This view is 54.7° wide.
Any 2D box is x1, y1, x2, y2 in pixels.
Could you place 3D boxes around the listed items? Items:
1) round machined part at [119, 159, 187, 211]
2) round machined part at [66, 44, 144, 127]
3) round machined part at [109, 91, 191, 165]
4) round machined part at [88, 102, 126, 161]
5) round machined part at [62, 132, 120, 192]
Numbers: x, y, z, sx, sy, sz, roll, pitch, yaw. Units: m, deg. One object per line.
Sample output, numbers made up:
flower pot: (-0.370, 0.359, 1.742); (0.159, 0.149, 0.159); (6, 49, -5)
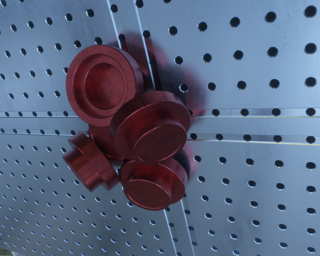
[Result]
round machined part: (-0.013, 0.080, 0.439); (0.098, 0.042, 0.097); (10, 133, 11)
round machined part: (-0.064, -0.052, 0.386); (0.098, 0.042, 0.097); (3, 99, 22)
round machined part: (-0.007, 0.007, 0.369); (0.042, 0.099, 0.097); (61, 141, 39)
round machined part: (-0.060, 0.007, 0.433); (0.098, 0.042, 0.097); (13, 124, 20)
round machined part: (-0.107, 0.056, 0.458); (0.098, 0.042, 0.098); (43, 159, 22)
